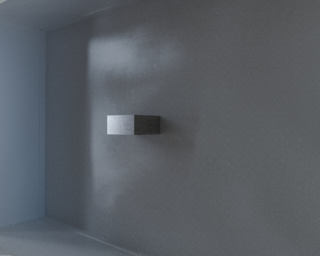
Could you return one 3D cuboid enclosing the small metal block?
[{"bbox_3d":[-0.035,-0.004,0.417,0.050,0.050,0.025,0,90,39],"label":"small metal block"}]
